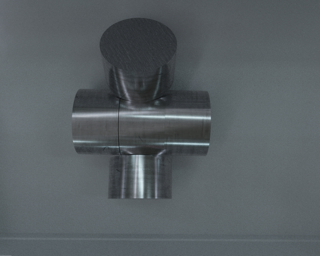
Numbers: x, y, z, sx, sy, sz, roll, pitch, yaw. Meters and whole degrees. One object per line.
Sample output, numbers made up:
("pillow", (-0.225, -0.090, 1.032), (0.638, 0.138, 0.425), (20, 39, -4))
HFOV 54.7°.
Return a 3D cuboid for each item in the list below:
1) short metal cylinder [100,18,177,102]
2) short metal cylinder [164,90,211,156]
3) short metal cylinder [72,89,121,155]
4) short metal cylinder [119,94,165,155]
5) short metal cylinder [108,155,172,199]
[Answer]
("short metal cylinder", (-0.023, -0.076, 0.344), (0.081, 0.080, 0.050), (2, 148, -1))
("short metal cylinder", (0.031, -0.006, 0.378), (0.050, 0.080, 0.079), (1, 110, 0))
("short metal cylinder", (-0.071, -0.007, 0.377), (0.050, 0.080, 0.079), (1, 110, 0))
("short metal cylinder", (-0.020, -0.006, 0.377), (0.050, 0.080, 0.079), (1, 110, 0))
("short metal cylinder", (-0.025, 0.065, 0.396), (0.081, 0.080, 0.050), (0, 76, 0))
